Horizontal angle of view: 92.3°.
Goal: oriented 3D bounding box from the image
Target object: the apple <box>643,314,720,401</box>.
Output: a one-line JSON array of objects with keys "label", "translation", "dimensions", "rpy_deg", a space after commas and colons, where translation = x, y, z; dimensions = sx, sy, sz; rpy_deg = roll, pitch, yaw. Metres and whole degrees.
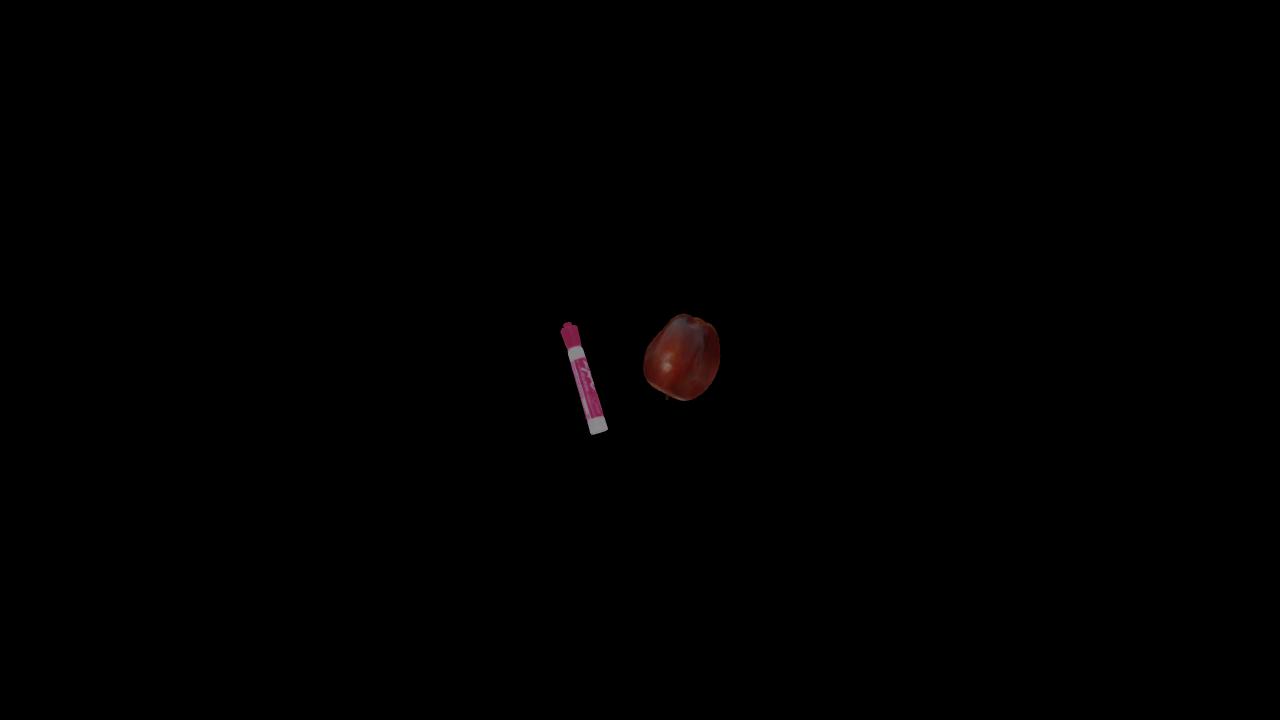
[{"label": "apple", "translation": [0.045, -0.001, 0.652], "dimensions": [0.079, 0.093, 0.079], "rpy_deg": [23, 9, -4]}]

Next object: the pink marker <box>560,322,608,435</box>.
[{"label": "pink marker", "translation": [-0.059, 0.018, 0.642], "dimensions": [0.020, 0.121, 0.020], "rpy_deg": [-17, -10, -3]}]
